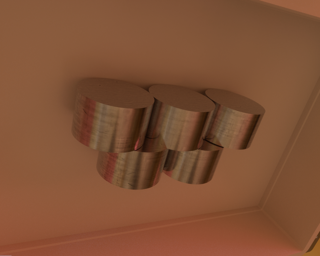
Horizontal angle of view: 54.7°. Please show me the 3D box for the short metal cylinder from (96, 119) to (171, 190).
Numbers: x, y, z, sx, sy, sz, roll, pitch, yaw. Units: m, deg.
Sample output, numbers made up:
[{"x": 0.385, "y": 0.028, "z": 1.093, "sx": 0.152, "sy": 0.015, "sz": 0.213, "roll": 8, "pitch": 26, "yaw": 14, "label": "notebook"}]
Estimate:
[{"x": -0.032, "y": 0.029, "z": 0.371, "sx": 0.081, "sy": 0.080, "sz": 0.050, "roll": 1, "pitch": 118, "yaw": -29, "label": "short metal cylinder"}]

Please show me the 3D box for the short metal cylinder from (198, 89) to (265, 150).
[{"x": 0.091, "y": -0.013, "z": 0.412, "sx": 0.081, "sy": 0.080, "sz": 0.050, "roll": 2, "pitch": 118, "yaw": -29, "label": "short metal cylinder"}]

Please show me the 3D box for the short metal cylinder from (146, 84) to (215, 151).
[{"x": 0.020, "y": -0.014, "z": 0.373, "sx": 0.081, "sy": 0.080, "sz": 0.050, "roll": 1, "pitch": 118, "yaw": -29, "label": "short metal cylinder"}]

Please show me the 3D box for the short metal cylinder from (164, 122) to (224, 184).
[{"x": 0.040, "y": 0.030, "z": 0.411, "sx": 0.081, "sy": 0.080, "sz": 0.050, "roll": 1, "pitch": 118, "yaw": -29, "label": "short metal cylinder"}]

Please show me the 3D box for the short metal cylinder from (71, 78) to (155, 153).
[{"x": -0.051, "y": -0.016, "z": 0.333, "sx": 0.081, "sy": 0.080, "sz": 0.050, "roll": 1, "pitch": 118, "yaw": -29, "label": "short metal cylinder"}]
